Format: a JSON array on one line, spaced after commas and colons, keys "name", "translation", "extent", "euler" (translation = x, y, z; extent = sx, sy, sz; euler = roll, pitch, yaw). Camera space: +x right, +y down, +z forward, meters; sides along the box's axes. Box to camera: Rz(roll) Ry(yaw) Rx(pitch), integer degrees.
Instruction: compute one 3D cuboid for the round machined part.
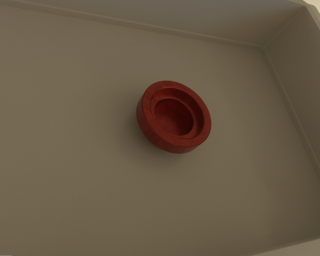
[{"name": "round machined part", "translation": [0.014, -0.010, 0.406], "extent": [0.099, 0.042, 0.098], "euler": [14, 56, -21]}]
